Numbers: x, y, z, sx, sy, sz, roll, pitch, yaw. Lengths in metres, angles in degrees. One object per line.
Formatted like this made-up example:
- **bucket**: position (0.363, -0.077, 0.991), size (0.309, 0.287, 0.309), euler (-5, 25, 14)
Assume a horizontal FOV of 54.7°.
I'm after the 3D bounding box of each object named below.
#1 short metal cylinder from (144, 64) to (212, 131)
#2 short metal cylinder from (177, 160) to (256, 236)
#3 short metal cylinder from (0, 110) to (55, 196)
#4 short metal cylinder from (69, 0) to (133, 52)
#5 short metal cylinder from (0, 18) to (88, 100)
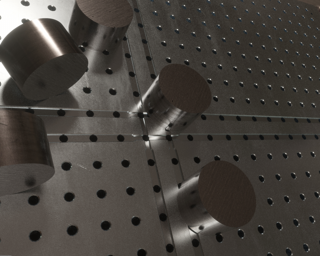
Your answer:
- **short metal cylinder**: position (0.024, -0.042, 0.433), size (0.081, 0.050, 0.080), euler (14, 56, -21)
- **short metal cylinder**: position (0.068, 0.086, 0.378), size (0.081, 0.050, 0.080), euler (14, 56, -21)
- **short metal cylinder**: position (-0.142, 0.026, 0.281), size (0.081, 0.080, 0.050), euler (-7, 65, -32)
- **short metal cylinder**: position (-0.085, -0.156, 0.443), size (0.081, 0.050, 0.080), euler (14, 56, -21)
- **short metal cylinder**: position (-0.130, -0.076, 0.350), size (0.081, 0.080, 0.050), euler (-29, 78, -38)
